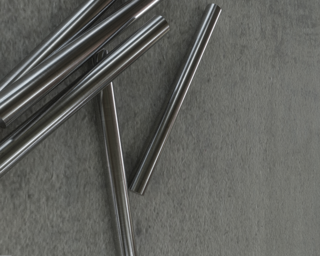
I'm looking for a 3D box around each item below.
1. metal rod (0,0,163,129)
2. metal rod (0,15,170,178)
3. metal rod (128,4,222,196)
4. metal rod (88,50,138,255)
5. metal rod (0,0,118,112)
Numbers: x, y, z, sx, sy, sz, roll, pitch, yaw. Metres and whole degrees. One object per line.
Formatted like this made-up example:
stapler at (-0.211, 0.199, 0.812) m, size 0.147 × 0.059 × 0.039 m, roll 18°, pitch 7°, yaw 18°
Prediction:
metal rod at (-0.058, -0.106, 0.337) m, size 0.301 × 0.025 × 0.025 m, roll -52°, pitch 121°, yaw -35°
metal rod at (-0.095, -0.020, 0.302) m, size 0.301 × 0.025 × 0.025 m, roll -46°, pitch 118°, yaw -22°
metal rod at (0.025, -0.051, 0.427) m, size 0.025 × 0.025 × 0.300 m, roll 37°, pitch 67°, yaw -34°
metal rod at (-0.051, 0.062, 0.363) m, size 0.025 × 0.025 × 0.298 m, roll -12°, pitch 98°, yaw -40°
metal rod at (-0.121, -0.062, 0.304) m, size 0.025 × 0.025 × 0.301 m, roll 49°, pitch 61°, yaw -29°
